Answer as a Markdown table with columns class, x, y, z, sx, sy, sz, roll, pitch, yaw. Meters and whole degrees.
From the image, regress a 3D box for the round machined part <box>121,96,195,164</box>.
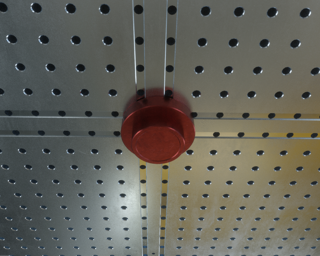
| class | x | y | z | sx | sy | sz | roll | pitch | yaw |
| --- | --- | --- | --- | --- | --- | --- | --- | --- | --- |
| round machined part | -0.003 | 0.010 | 0.408 | 0.099 | 0.042 | 0.097 | -1 | 130 | 0 |
